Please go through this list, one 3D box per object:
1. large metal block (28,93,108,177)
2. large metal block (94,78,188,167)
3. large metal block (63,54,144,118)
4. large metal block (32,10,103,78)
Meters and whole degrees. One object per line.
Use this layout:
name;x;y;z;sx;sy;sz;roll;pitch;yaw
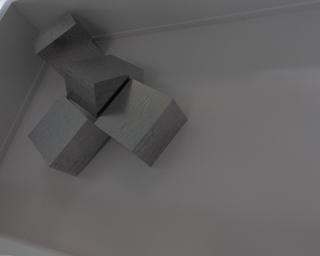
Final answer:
large metal block;-0.131;0.009;0.447;0.080;0.050;0.080;-51;52;0
large metal block;-0.025;-0.008;0.408;0.080;0.050;0.080;31;79;38
large metal block;-0.080;-0.064;0.447;0.081;0.050;0.080;-24;41;-36
large metal block;-0.159;-0.140;0.540;0.080;0.080;0.050;-36;51;4
